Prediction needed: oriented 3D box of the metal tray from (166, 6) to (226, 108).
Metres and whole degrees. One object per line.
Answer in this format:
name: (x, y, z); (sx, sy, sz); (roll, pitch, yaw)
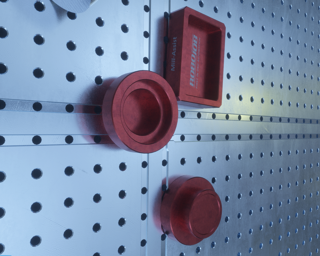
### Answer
metal tray: (0.053, -0.098, 0.452); (0.091, 0.030, 0.129); (6, 86, -40)

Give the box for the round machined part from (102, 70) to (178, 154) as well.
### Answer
round machined part: (-0.027, -0.019, 0.377); (0.099, 0.042, 0.097); (0, 90, -40)

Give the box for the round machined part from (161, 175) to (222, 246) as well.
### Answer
round machined part: (0.051, 0.119, 0.444); (0.099, 0.042, 0.097); (0, 90, -40)

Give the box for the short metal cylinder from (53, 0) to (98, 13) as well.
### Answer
short metal cylinder: (-0.084, -0.163, 0.304); (0.080, 0.080, 0.050); (52, 60, -28)
